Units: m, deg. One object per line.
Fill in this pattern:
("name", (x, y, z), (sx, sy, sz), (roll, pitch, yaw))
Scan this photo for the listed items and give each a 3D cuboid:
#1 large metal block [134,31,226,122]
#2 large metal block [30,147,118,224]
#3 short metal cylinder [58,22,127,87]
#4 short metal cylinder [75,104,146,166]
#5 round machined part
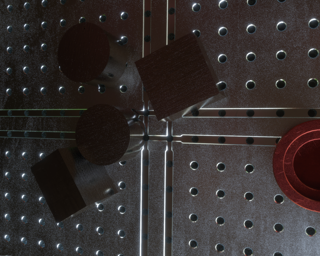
("large metal block", (0.026, -0.061, 0.390), (0.080, 0.050, 0.080), (-24, 82, 18))
("large metal block", (-0.114, 0.072, 0.424), (0.050, 0.080, 0.080), (-33, 80, 17))
("short metal cylinder", (-0.093, -0.100, 0.432), (0.080, 0.050, 0.080), (0, 90, 20))
("short metal cylinder", (-0.067, 0.009, 0.423), (0.080, 0.050, 0.080), (0, 90, 20))
("round machined part", (0.176, 0.039, 0.341), (0.098, 0.042, 0.097), (0, 90, 20))
